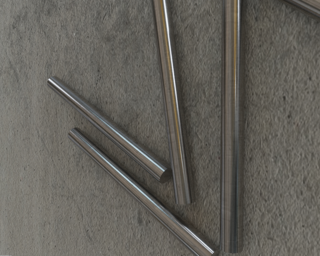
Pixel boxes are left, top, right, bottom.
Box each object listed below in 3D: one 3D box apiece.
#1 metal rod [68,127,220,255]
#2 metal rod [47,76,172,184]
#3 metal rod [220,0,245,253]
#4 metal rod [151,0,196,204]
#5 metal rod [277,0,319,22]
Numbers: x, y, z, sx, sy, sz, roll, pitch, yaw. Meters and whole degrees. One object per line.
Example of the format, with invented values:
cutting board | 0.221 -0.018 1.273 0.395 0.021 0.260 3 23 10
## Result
metal rod | -0.042 0.079 0.439 0.300 0.025 0.025 34 111 34
metal rod | -0.093 -0.011 0.481 0.300 0.025 0.025 35 112 34
metal rod | 0.079 -0.017 0.339 0.025 0.025 0.298 1 90 40
metal rod | 0.014 -0.056 0.393 0.025 0.025 0.298 -11 83 39
metal rod | 0.191 -0.066 0.246 0.300 0.025 0.025 46 117 30
